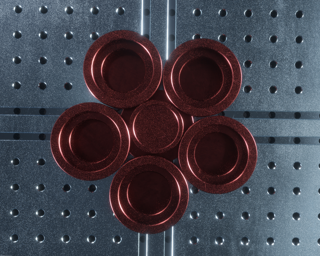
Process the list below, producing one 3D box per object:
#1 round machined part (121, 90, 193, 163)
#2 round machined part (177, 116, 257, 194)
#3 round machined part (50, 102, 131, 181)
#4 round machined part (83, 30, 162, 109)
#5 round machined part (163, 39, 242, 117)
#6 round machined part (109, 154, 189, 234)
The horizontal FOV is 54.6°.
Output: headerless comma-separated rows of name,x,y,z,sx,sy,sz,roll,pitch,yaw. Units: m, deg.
round machined part,-0.005,-0.001,0.404,0.099,0.042,0.097,0,90,0
round machined part,0.072,0.033,0.405,0.099,0.042,0.097,0,90,0
round machined part,-0.086,0.016,0.404,0.099,0.042,0.097,0,90,0
round machined part,-0.046,-0.073,0.404,0.099,0.042,0.097,0,90,0
round machined part,0.053,-0.063,0.405,0.099,0.042,0.097,0,90,0
round machined part,-0.013,0.083,0.404,0.099,0.042,0.097,0,90,0
